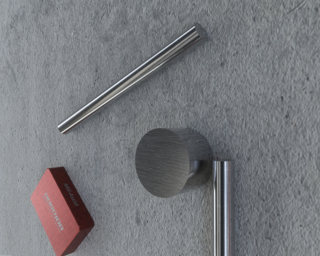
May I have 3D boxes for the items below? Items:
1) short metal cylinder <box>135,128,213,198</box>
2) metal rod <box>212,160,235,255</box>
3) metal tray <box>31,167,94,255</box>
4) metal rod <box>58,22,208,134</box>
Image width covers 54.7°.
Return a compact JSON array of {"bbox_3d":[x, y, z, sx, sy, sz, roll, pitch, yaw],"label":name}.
[{"bbox_3d":[0.016,0.040,0.373,0.080,0.050,0.079,0,90,39],"label":"short metal cylinder"},{"bbox_3d":[0.071,0.185,0.344,0.025,0.025,0.298,-1,90,39],"label":"metal rod"},{"bbox_3d":[-0.174,0.144,0.542,0.130,0.030,0.090,51,120,27],"label":"metal tray"},{"bbox_3d":[-0.059,-0.056,0.450,0.299,0.025,0.025,-28,73,36],"label":"metal rod"}]
